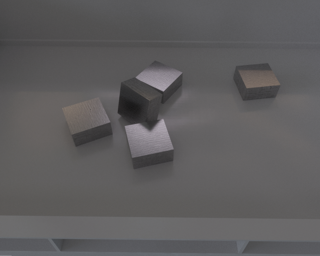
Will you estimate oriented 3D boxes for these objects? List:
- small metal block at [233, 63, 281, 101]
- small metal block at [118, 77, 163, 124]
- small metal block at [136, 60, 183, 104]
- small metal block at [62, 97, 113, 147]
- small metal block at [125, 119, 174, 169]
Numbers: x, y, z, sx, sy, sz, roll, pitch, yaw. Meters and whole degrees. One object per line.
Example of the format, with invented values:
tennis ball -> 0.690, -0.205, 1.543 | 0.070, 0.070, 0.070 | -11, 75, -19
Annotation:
small metal block -> 0.144, -0.070, 0.464 | 0.050, 0.025, 0.050 | -6, 50, -5
small metal block -> -0.028, -0.032, 0.412 | 0.050, 0.050, 0.025 | 35, 43, 25
small metal block -> -0.001, -0.069, 0.463 | 0.050, 0.025, 0.050 | 28, 55, 21
small metal block -> -0.096, -0.009, 0.412 | 0.050, 0.025, 0.050 | -19, 53, -16
small metal block -> -0.014, 0.019, 0.389 | 0.050, 0.025, 0.050 | -11, 51, -9
